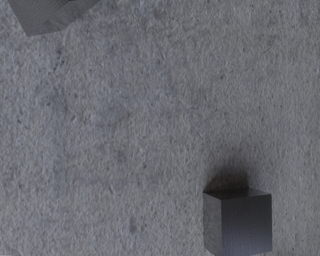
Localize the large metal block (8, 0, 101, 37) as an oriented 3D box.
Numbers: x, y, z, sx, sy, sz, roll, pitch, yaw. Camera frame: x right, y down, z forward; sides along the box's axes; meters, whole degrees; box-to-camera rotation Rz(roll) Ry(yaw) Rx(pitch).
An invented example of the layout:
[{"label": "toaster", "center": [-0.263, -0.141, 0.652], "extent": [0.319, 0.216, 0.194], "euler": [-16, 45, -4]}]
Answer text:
[{"label": "large metal block", "center": [-0.120, -0.154, 0.328], "extent": [0.050, 0.080, 0.080], "euler": [-38, 105, -51]}]

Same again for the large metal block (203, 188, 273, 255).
[{"label": "large metal block", "center": [0.109, 0.132, 0.438], "extent": [0.081, 0.050, 0.079], "euler": [-1, 91, -20]}]
